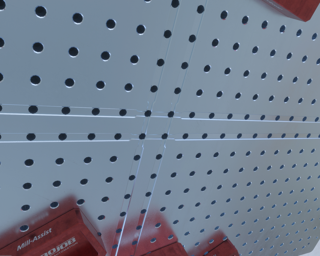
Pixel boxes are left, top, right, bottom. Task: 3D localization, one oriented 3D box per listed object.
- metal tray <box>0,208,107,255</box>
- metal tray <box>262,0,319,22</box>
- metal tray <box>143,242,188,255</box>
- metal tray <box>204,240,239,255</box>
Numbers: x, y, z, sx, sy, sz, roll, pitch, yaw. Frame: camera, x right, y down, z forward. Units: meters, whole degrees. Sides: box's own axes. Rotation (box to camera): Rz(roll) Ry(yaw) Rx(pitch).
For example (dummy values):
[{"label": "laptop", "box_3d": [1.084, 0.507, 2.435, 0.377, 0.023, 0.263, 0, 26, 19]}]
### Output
[{"label": "metal tray", "box_3d": [-0.152, 0.179, 0.434, 0.131, 0.030, 0.090, -28, 128, -11]}, {"label": "metal tray", "box_3d": [0.155, -0.195, 0.371, 0.131, 0.030, 0.090, 13, 112, -34]}, {"label": "metal tray", "box_3d": [-0.004, 0.258, 0.525, 0.131, 0.090, 0.030, -14, 124, -21]}, {"label": "metal tray", "box_3d": [0.110, 0.302, 0.653, 0.130, 0.030, 0.090, -32, 129, -8]}]
